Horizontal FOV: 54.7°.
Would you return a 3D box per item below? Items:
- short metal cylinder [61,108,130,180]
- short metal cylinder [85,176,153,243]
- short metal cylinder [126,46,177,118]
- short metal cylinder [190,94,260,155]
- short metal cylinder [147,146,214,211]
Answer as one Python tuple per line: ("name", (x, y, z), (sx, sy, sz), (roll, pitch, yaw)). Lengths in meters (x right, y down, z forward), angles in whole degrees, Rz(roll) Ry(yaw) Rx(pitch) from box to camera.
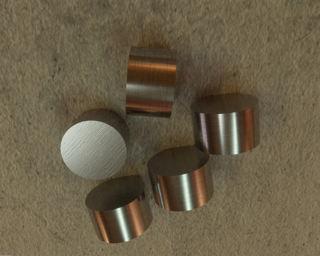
("short metal cylinder", (-0.081, 0.020, 0.403), (0.081, 0.050, 0.079), (0, 110, -1))
("short metal cylinder", (-0.054, 0.108, 0.420), (0.080, 0.080, 0.050), (-11, 110, 4))
("short metal cylinder", (-0.010, -0.053, 0.361), (0.050, 0.080, 0.079), (5, 110, -2))
("short metal cylinder", (0.080, -0.007, 0.379), (0.080, 0.080, 0.050), (-8, 110, 2))
("short metal cylinder", (0.027, 0.064, 0.404), (0.080, 0.080, 0.050), (-10, 110, 3))
